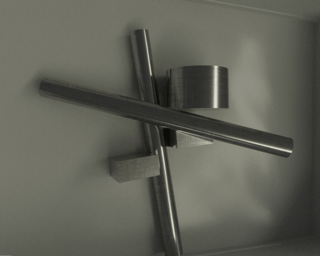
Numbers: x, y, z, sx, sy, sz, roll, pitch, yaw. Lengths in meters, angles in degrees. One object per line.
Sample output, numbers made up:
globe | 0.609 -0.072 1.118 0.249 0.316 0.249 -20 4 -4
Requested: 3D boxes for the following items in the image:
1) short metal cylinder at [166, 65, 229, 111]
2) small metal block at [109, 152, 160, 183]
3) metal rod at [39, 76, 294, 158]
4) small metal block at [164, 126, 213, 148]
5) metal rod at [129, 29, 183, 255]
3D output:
short metal cylinder | 0.048 -0.049 0.400 0.081 0.080 0.050 -1 91 -20
small metal block | -0.033 0.047 0.386 0.050 0.050 0.025 -8 93 -20
metal rod | 0.010 -0.012 0.370 0.302 0.025 0.025 14 85 -3
small metal block | 0.035 0.010 0.412 0.050 0.050 0.025 -6 93 -20
metal rod | -0.004 0.023 0.410 0.025 0.025 0.298 -10 94 -20
